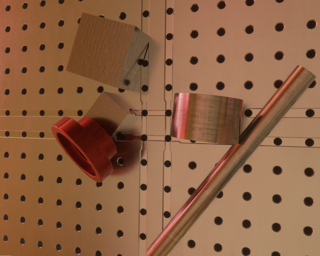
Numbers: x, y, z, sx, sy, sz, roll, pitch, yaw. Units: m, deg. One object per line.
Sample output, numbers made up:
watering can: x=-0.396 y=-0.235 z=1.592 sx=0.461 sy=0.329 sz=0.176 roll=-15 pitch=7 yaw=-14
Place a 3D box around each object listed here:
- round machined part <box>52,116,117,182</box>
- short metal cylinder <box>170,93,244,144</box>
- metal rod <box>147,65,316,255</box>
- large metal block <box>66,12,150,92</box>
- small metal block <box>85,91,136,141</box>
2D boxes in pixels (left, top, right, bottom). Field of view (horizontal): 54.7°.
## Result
round machined part: x=-0.097 y=0.023 z=0.417 sx=0.098 sy=0.098 sz=0.042 roll=41 pitch=64 yaw=15
short metal cylinder: x=0.054 y=-0.011 z=0.364 sx=0.080 sy=0.080 sz=0.050 roll=7 pitch=93 yaw=19
metal rod: x=0.080 y=0.053 z=0.383 sx=0.025 sy=0.025 sz=0.299 roll=40 pitch=102 yaw=15
large metal block: x=-0.070 y=-0.102 z=0.423 sx=0.080 sy=0.050 sz=0.080 roll=20 pitch=97 yaw=18
small metal block: x=-0.072 y=-0.016 z=0.437 sx=0.050 sy=0.025 sz=0.050 roll=42 pitch=103 yaw=15
